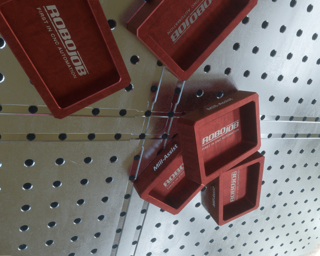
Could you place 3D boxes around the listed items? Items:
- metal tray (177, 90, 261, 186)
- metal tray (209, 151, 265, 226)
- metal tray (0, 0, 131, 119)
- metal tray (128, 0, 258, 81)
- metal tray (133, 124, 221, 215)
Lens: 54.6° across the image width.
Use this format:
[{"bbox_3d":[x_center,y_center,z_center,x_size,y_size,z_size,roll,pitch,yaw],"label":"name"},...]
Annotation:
[{"bbox_3d":[0.086,0.010,0.424,0.131,0.030,0.089,-24,115,-33],"label":"metal tray"},{"bbox_3d":[0.133,0.104,0.543,0.091,0.030,0.129,-19,126,-17],"label":"metal tray"},{"bbox_3d":[-0.093,-0.082,0.305,0.090,0.030,0.130,-29,128,-10],"label":"metal tray"},{"bbox_3d":[0.039,-0.129,0.348,0.130,0.030,0.090,-47,129,5],"label":"metal tray"},{"bbox_3d":[0.035,0.063,0.464,0.130,0.030,0.090,-48,129,5],"label":"metal tray"}]
